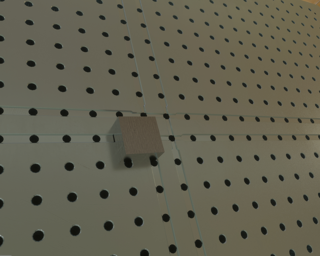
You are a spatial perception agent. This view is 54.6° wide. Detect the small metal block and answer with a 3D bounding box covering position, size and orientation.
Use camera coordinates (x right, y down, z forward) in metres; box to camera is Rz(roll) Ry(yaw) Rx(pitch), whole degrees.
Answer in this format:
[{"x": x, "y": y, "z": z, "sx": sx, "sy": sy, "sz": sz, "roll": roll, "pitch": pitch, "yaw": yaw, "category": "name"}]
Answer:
[{"x": -0.027, "y": 0.013, "z": 0.385, "sx": 0.050, "sy": 0.025, "sz": 0.050, "roll": -1, "pitch": 62, "yaw": -29, "category": "small metal block"}]
